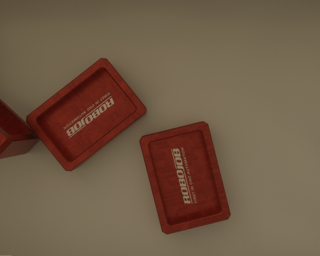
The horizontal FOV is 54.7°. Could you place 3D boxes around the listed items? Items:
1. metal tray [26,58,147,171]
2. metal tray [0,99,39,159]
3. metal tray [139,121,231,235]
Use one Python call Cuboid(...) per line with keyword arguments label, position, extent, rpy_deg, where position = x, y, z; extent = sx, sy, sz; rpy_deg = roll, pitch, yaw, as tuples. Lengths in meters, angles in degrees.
Cuboid(label="metal tray", position=(-0.094, -0.017, 0.407), extent=(0.130, 0.030, 0.090), rpy_deg=(-38, 90, 0))
Cuboid(label="metal tray", position=(-0.218, -0.020, 0.377), extent=(0.130, 0.090, 0.030), rpy_deg=(43, 90, 0))
Cuboid(label="metal tray", position=(0.032, 0.063, 0.408), extent=(0.091, 0.030, 0.129), rpy_deg=(-14, 90, 0))
